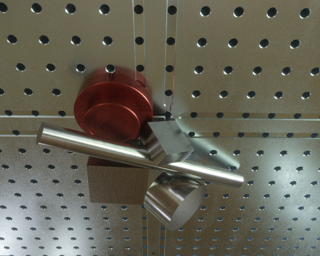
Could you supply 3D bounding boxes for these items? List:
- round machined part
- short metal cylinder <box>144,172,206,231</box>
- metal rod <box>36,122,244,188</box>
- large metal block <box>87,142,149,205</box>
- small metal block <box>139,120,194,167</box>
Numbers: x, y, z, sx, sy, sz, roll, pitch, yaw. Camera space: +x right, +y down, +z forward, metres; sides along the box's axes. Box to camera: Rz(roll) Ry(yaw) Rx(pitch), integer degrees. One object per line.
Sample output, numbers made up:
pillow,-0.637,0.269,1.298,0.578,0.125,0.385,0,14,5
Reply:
round machined part,-0.058,-0.015,0.387,0.099,0.042,0.097,-1,130,0
short metal cylinder,0.023,0.102,0.454,0.080,0.050,0.080,-36,145,-29
metal rod,-0.003,0.043,0.406,0.302,0.025,0.025,17,129,-31
large metal block,-0.058,0.065,0.446,0.081,0.050,0.079,4,130,-4
small metal block,0.008,0.018,0.398,0.050,0.050,0.025,-5,145,-44
